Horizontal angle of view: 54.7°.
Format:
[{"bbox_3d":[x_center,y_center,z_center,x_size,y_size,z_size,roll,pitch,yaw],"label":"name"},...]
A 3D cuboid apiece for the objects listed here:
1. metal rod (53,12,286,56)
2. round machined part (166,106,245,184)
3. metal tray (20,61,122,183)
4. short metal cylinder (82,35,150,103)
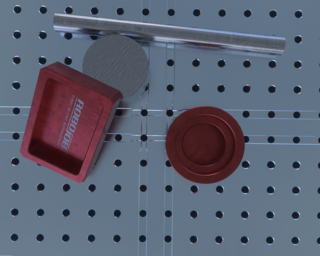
[{"bbox_3d":[0.013,-0.125,0.413,0.302,0.025,0.025,6,90,0],"label":"metal rod"},{"bbox_3d":[0.056,0.021,0.405,0.099,0.042,0.097,0,90,0],"label":"round machined part"},{"bbox_3d":[-0.112,-0.004,0.382,0.090,0.030,0.129,26,117,0],"label":"metal tray"},{"bbox_3d":[-0.054,-0.074,0.400,0.081,0.050,0.080,0,90,0],"label":"short metal cylinder"}]
